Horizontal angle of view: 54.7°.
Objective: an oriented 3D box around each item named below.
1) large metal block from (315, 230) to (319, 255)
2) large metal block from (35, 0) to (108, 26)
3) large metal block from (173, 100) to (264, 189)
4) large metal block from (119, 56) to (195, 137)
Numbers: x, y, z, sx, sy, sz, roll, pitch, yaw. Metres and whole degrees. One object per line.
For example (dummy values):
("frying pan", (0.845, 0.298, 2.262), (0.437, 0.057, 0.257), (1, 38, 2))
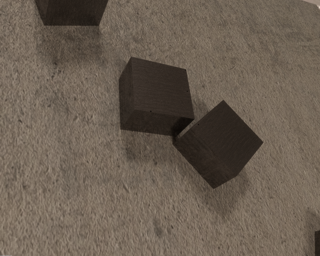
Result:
("large metal block", (0.260, 0.188, 0.416), (0.080, 0.050, 0.080), (29, 52, -11))
("large metal block", (-0.118, -0.186, 0.420), (0.081, 0.080, 0.050), (-12, 69, -34))
("large metal block", (0.079, 0.021, 0.420), (0.080, 0.050, 0.080), (48, 51, 5))
("large metal block", (-0.007, -0.039, 0.410), (0.081, 0.050, 0.080), (8, 58, -25))
